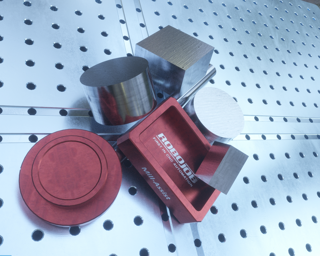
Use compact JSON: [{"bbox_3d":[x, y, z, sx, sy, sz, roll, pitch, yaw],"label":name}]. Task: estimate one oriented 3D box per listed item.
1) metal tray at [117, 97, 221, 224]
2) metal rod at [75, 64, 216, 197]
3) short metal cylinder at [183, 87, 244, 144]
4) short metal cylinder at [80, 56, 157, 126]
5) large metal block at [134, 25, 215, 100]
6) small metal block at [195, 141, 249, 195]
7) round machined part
[{"bbox_3d":[0.021,0.038,0.375,0.130,0.030,0.090,52,51,-7],"label":"metal tray"},{"bbox_3d":[-0.004,-0.013,0.416,0.025,0.025,0.302,44,52,2],"label":"metal rod"},{"bbox_3d":[0.070,-0.011,0.435,0.081,0.050,0.080,14,56,-21],"label":"short metal cylinder"},{"bbox_3d":[-0.048,-0.046,0.368,0.080,0.050,0.080,-9,33,6],"label":"short metal cylinder"},{"bbox_3d":[0.019,-0.097,0.446,0.080,0.050,0.080,32,49,18],"label":"large metal block"},{"bbox_3d":[0.071,0.045,0.365,0.025,0.050,0.050,32,87,-11],"label":"small metal block"},{"bbox_3d":[-0.087,0.046,0.306,0.099,0.042,0.098,4,68,-10],"label":"round machined part"}]
